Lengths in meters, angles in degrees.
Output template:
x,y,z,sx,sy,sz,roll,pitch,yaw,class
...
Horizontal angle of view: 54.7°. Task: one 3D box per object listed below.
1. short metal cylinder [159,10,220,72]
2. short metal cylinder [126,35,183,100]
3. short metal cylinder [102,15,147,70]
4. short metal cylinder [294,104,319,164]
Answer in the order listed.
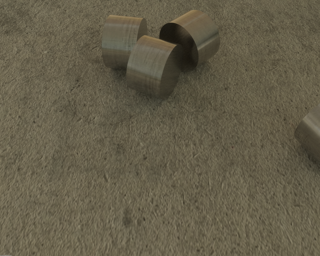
x,y,z,sx,sy,sz,roll,pitch,yaw,class
0.045,-0.134,0.480,0.080,0.080,0.050,37,59,27,short metal cylinder
-0.006,-0.085,0.439,0.050,0.080,0.080,20,53,16,short metal cylinder
-0.052,-0.130,0.476,0.050,0.080,0.080,8,51,7,short metal cylinder
0.209,0.005,0.365,0.081,0.080,0.050,-20,53,-16,short metal cylinder
